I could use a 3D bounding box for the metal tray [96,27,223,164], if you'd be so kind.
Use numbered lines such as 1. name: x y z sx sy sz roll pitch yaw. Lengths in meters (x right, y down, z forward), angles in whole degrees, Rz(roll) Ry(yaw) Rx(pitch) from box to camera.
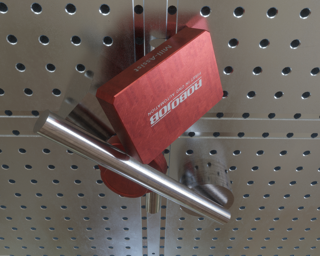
1. metal tray: 0.008 -0.035 0.327 0.131 0.030 0.090 -40 131 -22

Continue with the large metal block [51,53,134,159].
1. large metal block: -0.076 -0.025 0.354 0.050 0.080 0.080 34 122 -26

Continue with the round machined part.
1. round machined part: -0.043 0.059 0.430 0.098 0.042 0.097 11 131 13

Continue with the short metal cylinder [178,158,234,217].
1. short metal cylinder: 0.069 0.092 0.476 0.081 0.050 0.079 0 130 0

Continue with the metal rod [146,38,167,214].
1. metal rod: -0.006 0.022 0.430 0.025 0.025 0.298 2 130 -2

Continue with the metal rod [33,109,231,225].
1. metal rod: -0.008 0.062 0.372 0.025 0.025 0.301 -36 130 26
